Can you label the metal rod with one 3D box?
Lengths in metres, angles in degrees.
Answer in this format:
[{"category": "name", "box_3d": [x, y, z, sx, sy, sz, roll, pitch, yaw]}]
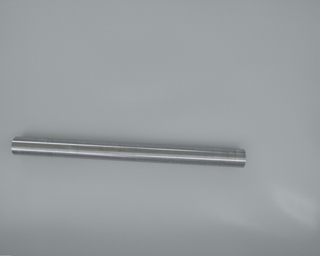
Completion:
[{"category": "metal rod", "box_3d": [-0.040, 0.032, 0.411, 0.302, 0.025, 0.025, 3, 90, 0]}]
